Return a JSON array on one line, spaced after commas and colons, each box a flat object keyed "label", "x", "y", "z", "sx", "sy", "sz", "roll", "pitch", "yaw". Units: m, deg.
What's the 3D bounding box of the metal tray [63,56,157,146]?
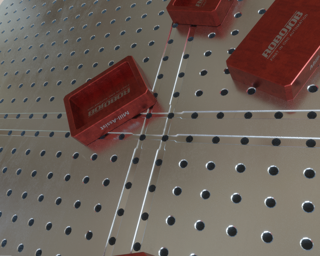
[{"label": "metal tray", "x": -0.079, "y": -0.043, "z": 0.470, "sx": 0.130, "sy": 0.030, "sz": 0.090, "roll": -31, "pitch": 52, "yaw": 8}]

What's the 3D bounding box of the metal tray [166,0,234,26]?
[{"label": "metal tray", "x": 0.079, "y": -0.226, "z": 0.501, "sx": 0.090, "sy": 0.030, "sz": 0.130, "roll": 18, "pitch": 71, "yaw": 34}]

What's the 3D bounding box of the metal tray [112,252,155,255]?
[{"label": "metal tray", "x": -0.064, "y": 0.186, "z": 0.323, "sx": 0.130, "sy": 0.030, "sz": 0.090, "roll": -15, "pitch": 56, "yaw": 19}]

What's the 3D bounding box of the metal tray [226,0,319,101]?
[{"label": "metal tray", "x": 0.158, "y": -0.106, "z": 0.387, "sx": 0.090, "sy": 0.030, "sz": 0.130, "roll": 33, "pitch": 80, "yaw": 37}]
